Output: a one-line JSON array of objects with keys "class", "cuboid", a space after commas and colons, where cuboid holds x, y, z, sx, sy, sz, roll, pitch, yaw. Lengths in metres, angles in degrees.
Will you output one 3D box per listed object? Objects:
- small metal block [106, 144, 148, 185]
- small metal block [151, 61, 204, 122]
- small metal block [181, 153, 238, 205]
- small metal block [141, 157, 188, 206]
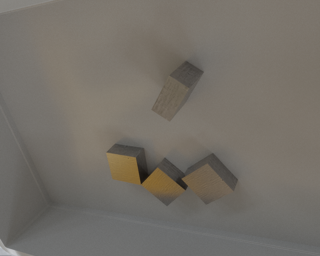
[{"class": "small metal block", "cuboid": [-0.048, 0.054, 0.466, 0.050, 0.025, 0.050, 7, 122, 24]}, {"class": "small metal block", "cuboid": [0.021, -0.043, 0.354, 0.025, 0.050, 0.050, 34, 129, 6]}, {"class": "small metal block", "cuboid": [0.066, 0.069, 0.415, 0.050, 0.025, 0.050, 47, 129, -5]}, {"class": "small metal block", "cuboid": [0.009, 0.079, 0.452, 0.050, 0.025, 0.050, 40, 129, 0]}]
